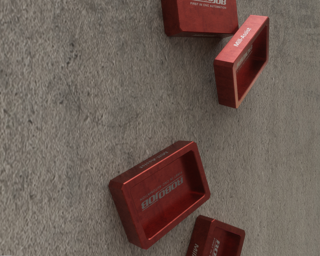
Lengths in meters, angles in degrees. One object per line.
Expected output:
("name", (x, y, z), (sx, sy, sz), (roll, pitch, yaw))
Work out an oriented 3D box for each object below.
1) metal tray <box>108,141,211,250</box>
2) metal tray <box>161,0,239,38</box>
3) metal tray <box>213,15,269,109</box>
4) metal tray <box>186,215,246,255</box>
("metal tray", (0.006, 0.082, 0.405), (0.131, 0.030, 0.089), (-28, 107, -37))
("metal tray", (0.060, -0.180, 0.451), (0.131, 0.030, 0.089), (-12, 98, -39))
("metal tray", (0.133, -0.105, 0.489), (0.130, 0.030, 0.090), (-51, 144, -27))
("metal tray", (0.078, 0.207, 0.466), (0.090, 0.030, 0.130), (30, 71, -36))
